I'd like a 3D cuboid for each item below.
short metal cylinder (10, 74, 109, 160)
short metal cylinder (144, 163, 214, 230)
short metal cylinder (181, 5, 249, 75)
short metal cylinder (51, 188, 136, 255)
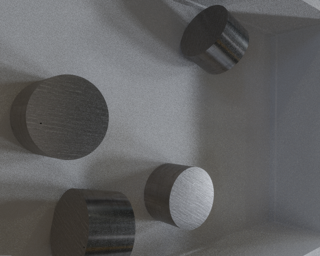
[{"bbox_3d":[-0.099,-0.010,0.307,0.081,0.050,0.080,0,90,-40],"label":"short metal cylinder"},{"bbox_3d":[0.026,0.089,0.412,0.081,0.050,0.080,0,90,-40],"label":"short metal cylinder"},{"bbox_3d":[0.076,-0.122,0.434,0.050,0.080,0.080,29,72,-36],"label":"short metal cylinder"},{"bbox_3d":[-0.069,0.103,0.313,0.050,0.080,0.080,14,81,-39],"label":"short metal cylinder"}]
